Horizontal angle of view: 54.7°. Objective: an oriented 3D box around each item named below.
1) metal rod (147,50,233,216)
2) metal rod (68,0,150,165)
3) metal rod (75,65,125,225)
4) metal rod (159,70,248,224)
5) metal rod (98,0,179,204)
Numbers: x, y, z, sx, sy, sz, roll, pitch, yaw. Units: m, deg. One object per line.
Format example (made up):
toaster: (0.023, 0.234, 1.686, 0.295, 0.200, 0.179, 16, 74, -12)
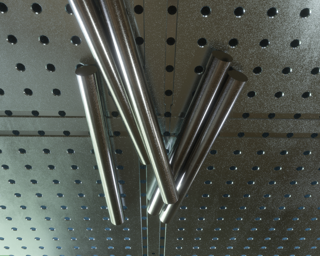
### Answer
metal rod: (0.030, 0.030, 0.437, 0.025, 0.025, 0.298, 12, 129, -10)
metal rod: (-0.056, -0.066, 0.354, 0.025, 0.025, 0.299, -12, 130, 9)
metal rod: (-0.079, 0.048, 0.450, 0.025, 0.025, 0.298, -2, 130, 1)
metal rod: (0.051, 0.048, 0.453, 0.025, 0.025, 0.298, 12, 129, -10)
metal rod: (-0.017, -0.015, 0.380, 0.025, 0.025, 0.298, -10, 124, 8)
